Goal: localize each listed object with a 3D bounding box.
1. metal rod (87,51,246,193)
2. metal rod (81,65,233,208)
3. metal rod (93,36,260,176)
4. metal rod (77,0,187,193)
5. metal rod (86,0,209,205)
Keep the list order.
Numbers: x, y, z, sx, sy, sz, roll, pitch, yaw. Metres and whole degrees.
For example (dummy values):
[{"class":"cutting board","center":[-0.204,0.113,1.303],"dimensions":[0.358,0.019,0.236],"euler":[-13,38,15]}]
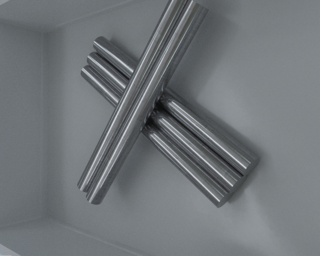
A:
[{"class":"metal rod","center":[-0.010,-0.025,0.413],"dimensions":[0.300,0.025,0.025],"euler":[42,116,32]},{"class":"metal rod","center":[-0.022,-0.006,0.423],"dimensions":[0.300,0.025,0.025],"euler":[42,116,32]},{"class":"metal rod","center":[0.002,-0.045,0.404],"dimensions":[0.300,0.025,0.025],"euler":[42,116,31]},{"class":"metal rod","center":[-0.043,-0.031,0.408],"dimensions":[0.025,0.025,0.298],"euler":[45,117,31]},{"class":"metal rod","center":[-0.027,-0.016,0.395],"dimensions":[0.025,0.025,0.298],"euler":[45,117,31]}]
